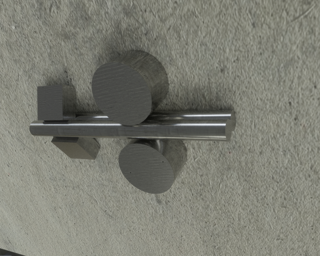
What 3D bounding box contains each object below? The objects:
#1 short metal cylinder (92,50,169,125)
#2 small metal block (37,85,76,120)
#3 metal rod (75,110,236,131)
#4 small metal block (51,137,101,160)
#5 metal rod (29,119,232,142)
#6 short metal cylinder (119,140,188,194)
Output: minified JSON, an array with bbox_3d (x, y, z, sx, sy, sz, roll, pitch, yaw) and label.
[{"bbox_3d":[-0.035,-0.050,0.380,0.080,0.050,0.079,13,124,21],"label":"short metal cylinder"},{"bbox_3d":[-0.152,-0.036,0.454,0.050,0.025,0.050,0,91,28],"label":"small metal block"},{"bbox_3d":[-0.048,-0.010,0.428,0.300,0.025,0.025,0,119,28],"label":"metal rod"},{"bbox_3d":[-0.129,0.025,0.479,0.050,0.025,0.050,0,145,27],"label":"small metal block"},{"bbox_3d":[-0.058,0.001,0.408,0.300,0.025,0.025,0,119,28],"label":"metal rod"},{"bbox_3d":[-0.009,0.042,0.423,0.080,0.050,0.079,13,124,21],"label":"short metal cylinder"}]
